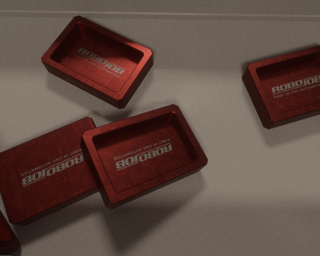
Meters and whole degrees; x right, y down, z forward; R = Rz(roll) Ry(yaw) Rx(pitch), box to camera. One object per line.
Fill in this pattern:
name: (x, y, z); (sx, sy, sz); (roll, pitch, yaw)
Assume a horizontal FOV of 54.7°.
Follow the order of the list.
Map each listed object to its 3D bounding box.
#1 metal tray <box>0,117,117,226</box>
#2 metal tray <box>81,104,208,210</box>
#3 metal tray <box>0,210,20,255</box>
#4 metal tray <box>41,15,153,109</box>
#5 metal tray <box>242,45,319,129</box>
metal tray: (-0.129, 0.052, 0.386); (0.131, 0.030, 0.090); (-24, 72, -9)
metal tray: (-0.018, 0.030, 0.375); (0.131, 0.030, 0.090); (-19, 71, -25)
metal tray: (-0.216, 0.087, 0.340); (0.030, 0.090, 0.130); (-36, 74, -12)
metal tray: (-0.087, -0.095, 0.440); (0.130, 0.030, 0.090); (28, 72, 9)
metal tray: (0.193, -0.059, 0.430); (0.131, 0.030, 0.090); (-16, 71, -6)
